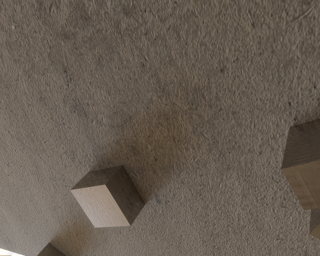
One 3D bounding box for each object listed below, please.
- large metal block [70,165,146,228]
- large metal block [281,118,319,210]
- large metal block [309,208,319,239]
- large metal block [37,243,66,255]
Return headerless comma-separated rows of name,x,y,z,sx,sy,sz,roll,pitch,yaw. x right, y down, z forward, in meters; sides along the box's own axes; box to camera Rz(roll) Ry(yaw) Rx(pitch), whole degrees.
large metal block,-0.084,0.113,0.505,0.080,0.050,0.080,-15,111,34
large metal block,0.171,0.027,0.297,0.080,0.080,0.050,-22,106,36
large metal block,0.221,0.093,0.331,0.080,0.050,0.079,26,128,12
large metal block,-0.255,0.330,0.730,0.080,0.050,0.079,36,129,4
